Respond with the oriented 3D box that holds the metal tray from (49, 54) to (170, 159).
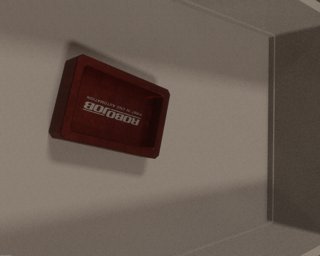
[{"bbox_3d":[-0.052,-0.019,0.361,0.131,0.030,0.090,17,79,-39],"label":"metal tray"}]
